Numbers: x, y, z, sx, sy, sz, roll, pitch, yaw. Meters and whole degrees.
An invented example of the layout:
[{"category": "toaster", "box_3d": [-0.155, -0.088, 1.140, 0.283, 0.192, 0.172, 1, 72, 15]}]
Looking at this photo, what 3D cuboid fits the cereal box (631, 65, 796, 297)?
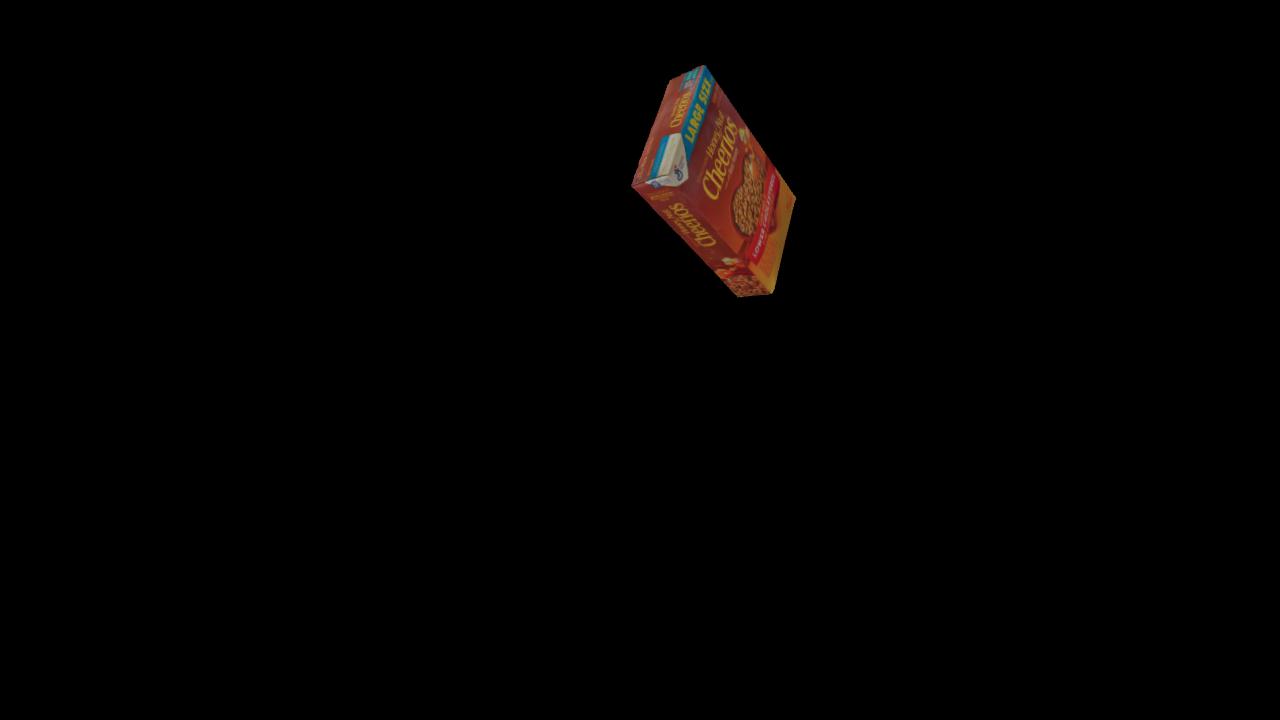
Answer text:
[{"category": "cereal box", "box_3d": [0.128, -0.261, 0.954, 0.081, 0.203, 0.306, -2, -29, 41]}]
